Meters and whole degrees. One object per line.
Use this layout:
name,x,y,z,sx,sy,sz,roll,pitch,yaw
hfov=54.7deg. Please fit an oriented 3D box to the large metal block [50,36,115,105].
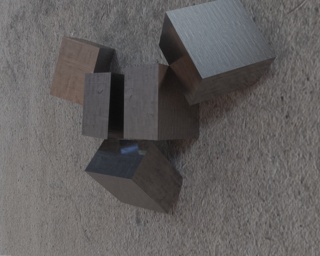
large metal block,-0.109,-0.083,0.446,0.050,0.080,0.079,18,104,1

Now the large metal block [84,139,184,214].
large metal block,-0.031,0.059,0.386,0.080,0.080,0.050,1,52,40

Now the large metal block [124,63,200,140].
large metal block,0.004,-0.028,0.365,0.050,0.081,0.079,1,91,40

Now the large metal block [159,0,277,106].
large metal block,0.054,-0.079,0.316,0.050,0.081,0.080,108,140,-64

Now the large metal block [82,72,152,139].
large metal block,-0.054,-0.028,0.413,0.050,0.081,0.079,6,94,39
